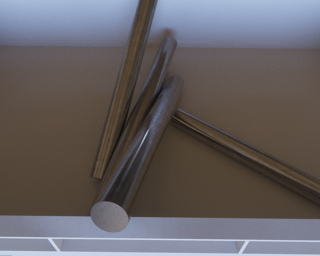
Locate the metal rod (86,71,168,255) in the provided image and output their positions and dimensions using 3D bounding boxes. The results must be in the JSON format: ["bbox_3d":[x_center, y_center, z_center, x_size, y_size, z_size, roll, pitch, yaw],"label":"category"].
[{"bbox_3d":[-0.028,0.009,0.396,0.025,0.025,0.300,10,51,8],"label":"metal rod"}]

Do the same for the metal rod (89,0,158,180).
[{"bbox_3d":[-0.037,-0.081,0.398,0.025,0.025,0.299,10,74,8],"label":"metal rod"}]

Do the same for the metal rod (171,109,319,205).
[{"bbox_3d":[0.144,0.053,0.361,0.300,0.025,0.025,29,56,22],"label":"metal rod"}]

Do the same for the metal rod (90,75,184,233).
[{"bbox_3d":[-0.004,-0.005,0.330,0.025,0.025,0.301,9,26,8],"label":"metal rod"}]

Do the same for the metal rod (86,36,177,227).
[{"bbox_3d":[-0.022,-0.021,0.388,0.025,0.025,0.300,11,51,9],"label":"metal rod"}]
